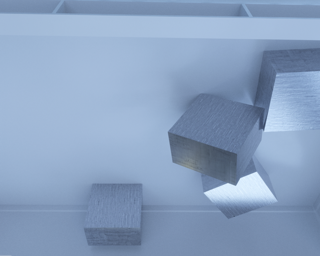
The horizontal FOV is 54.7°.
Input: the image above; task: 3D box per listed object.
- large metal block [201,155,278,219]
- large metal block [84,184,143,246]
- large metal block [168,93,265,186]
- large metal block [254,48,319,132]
[{"bbox_3d":[0.118,0.084,0.466,0.080,0.050,0.080,-27,125,21],"label":"large metal block"},{"bbox_3d":[-0.069,0.135,0.487,0.081,0.080,0.050,0,130,-1],"label":"large metal block"},{"bbox_3d":[0.067,0.010,0.362,0.080,0.080,0.050,18,137,29],"label":"large metal block"},{"bbox_3d":[0.161,-0.043,0.358,0.081,0.050,0.079,-3,130,1],"label":"large metal block"}]
